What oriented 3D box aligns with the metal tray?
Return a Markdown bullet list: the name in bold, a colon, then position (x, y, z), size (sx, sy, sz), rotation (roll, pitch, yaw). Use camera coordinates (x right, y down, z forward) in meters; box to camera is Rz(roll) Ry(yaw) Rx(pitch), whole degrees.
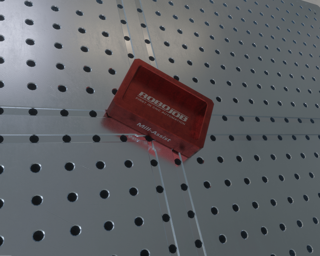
- **metal tray**: position (0.005, -0.028, 0.424), size (0.130, 0.030, 0.090), rotation (28, 52, -11)
